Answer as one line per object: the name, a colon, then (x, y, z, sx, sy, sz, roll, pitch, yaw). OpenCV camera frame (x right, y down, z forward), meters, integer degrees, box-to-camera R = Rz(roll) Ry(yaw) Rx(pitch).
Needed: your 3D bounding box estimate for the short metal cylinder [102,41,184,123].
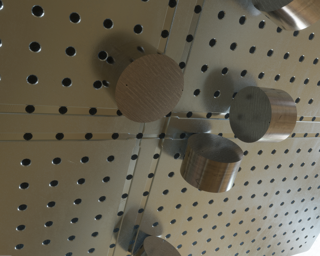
short metal cylinder: (-0.020, -0.053, 0.353, 0.081, 0.050, 0.079, -14, 125, -21)

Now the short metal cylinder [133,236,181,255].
short metal cylinder: (-0.006, 0.228, 0.516, 0.080, 0.080, 0.050, 24, 105, -37)

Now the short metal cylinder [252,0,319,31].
short metal cylinder: (0.156, -0.162, 0.363, 0.050, 0.080, 0.080, 19, 108, -36)

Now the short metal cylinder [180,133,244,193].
short metal cylinder: (0.074, 0.048, 0.448, 0.081, 0.080, 0.050, -3, 120, -28)

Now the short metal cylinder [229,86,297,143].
short metal cylinder: (0.146, -0.018, 0.447, 0.050, 0.080, 0.079, 1, 118, -30)
